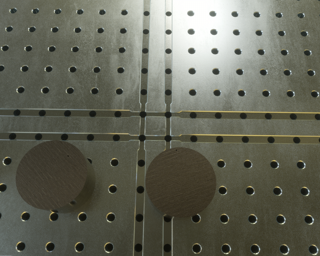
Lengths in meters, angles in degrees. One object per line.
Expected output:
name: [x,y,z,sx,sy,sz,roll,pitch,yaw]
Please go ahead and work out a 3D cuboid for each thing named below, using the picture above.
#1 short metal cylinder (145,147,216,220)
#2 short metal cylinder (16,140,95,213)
short metal cylinder: [0.024,0.068,0.374,0.081,0.050,0.080,0,70,0]
short metal cylinder: [-0.123,0.060,0.375,0.081,0.050,0.080,0,70,0]
